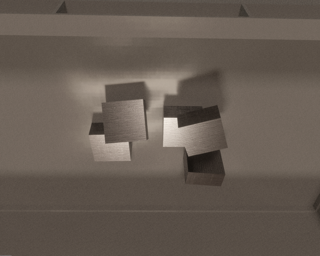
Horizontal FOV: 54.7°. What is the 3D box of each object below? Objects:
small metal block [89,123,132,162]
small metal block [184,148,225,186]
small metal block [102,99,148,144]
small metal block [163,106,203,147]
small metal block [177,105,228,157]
[{"bbox_3d":[-0.066,0.019,0.425,0.050,0.025,0.050,-1,130,0],"label":"small metal block"},{"bbox_3d":[0.061,0.054,0.439,0.050,0.050,0.025,5,130,-4],"label":"small metal block"},{"bbox_3d":[-0.043,-0.008,0.385,0.050,0.025,0.050,-5,92,3],"label":"small metal block"},{"bbox_3d":[0.029,-0.002,0.408,0.050,0.025,0.050,0,130,-1],"label":"small metal block"},{"bbox_3d":[0.052,0.004,0.381,0.050,0.025,0.050,-14,129,10],"label":"small metal block"}]
